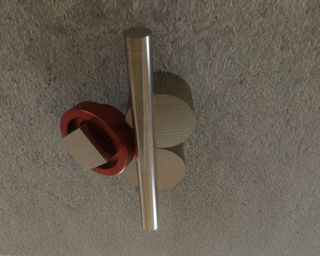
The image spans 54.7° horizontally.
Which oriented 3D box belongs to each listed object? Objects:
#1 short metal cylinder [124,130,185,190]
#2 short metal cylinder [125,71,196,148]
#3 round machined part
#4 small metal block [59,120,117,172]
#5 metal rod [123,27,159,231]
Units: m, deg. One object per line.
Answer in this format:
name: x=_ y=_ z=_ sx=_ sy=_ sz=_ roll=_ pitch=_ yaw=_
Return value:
short metal cylinder: x=-0.007 y=0.040 z=0.426 sx=0.081 sy=0.050 sz=0.079 roll=0 pitch=129 yaw=0
short metal cylinder: x=0.001 y=-0.022 z=0.374 sx=0.081 sy=0.050 sz=0.079 roll=0 pitch=130 yaw=0
round machined part: x=-0.072 y=0.009 z=0.388 sx=0.098 sy=0.042 sz=0.097 roll=18 pitch=131 yaw=22
small metal block: x=-0.085 y=0.021 z=0.372 sx=0.050 sy=0.025 sz=0.050 roll=-25 pitch=106 yaw=43
metal rod: x=-0.017 y=0.030 z=0.369 sx=0.025 sy=0.025 sz=0.298 roll=-1 pitch=130 yaw=0
